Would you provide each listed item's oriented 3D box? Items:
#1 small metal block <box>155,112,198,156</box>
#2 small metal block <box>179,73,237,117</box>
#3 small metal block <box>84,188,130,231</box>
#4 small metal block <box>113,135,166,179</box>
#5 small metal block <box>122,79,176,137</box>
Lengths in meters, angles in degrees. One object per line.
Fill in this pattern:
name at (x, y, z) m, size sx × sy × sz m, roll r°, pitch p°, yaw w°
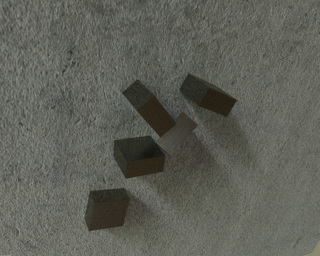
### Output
small metal block at (0.020, 0.009, 0.401) m, size 0.025 × 0.050 × 0.050 m, roll 41°, pitch 86°, yaw 3°
small metal block at (0.061, -0.043, 0.398) m, size 0.050 × 0.050 × 0.025 m, roll 17°, pitch 109°, yaw -35°
small metal block at (-0.075, 0.114, 0.437) m, size 0.050 × 0.025 × 0.050 m, roll 1°, pitch 118°, yaw -29°
small metal block at (-0.028, 0.036, 0.398) m, size 0.050 × 0.050 × 0.025 m, roll -7°, pitch 122°, yaw -25°
small metal block at (-0.013, -0.024, 0.368) m, size 0.025 × 0.050 × 0.050 m, roll -41°, pitch 130°, yaw -1°
